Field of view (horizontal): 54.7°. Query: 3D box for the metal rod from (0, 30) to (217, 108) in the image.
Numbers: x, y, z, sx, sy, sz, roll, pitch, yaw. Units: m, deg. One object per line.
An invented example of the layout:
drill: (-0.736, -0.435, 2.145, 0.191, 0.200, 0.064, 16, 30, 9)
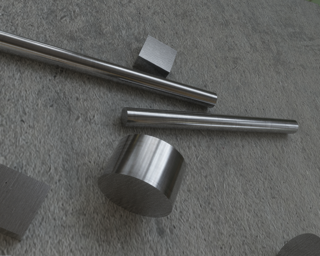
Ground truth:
metal rod: (-0.057, -0.073, 0.417, 0.302, 0.025, 0.025, 13, 57, -21)

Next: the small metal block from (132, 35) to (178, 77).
small metal block: (-0.007, -0.104, 0.463, 0.050, 0.025, 0.050, 27, 52, -12)

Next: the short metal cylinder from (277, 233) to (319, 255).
short metal cylinder: (0.177, 0.172, 0.359, 0.050, 0.080, 0.080, 39, 51, -2)

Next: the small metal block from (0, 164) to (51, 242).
small metal block: (-0.138, 0.069, 0.287, 0.050, 0.025, 0.050, 28, 52, -11)

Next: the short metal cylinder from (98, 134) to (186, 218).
short metal cylinder: (-0.018, 0.052, 0.327, 0.080, 0.080, 0.050, 31, 52, -9)

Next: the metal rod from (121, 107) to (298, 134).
metal rod: (0.090, -0.008, 0.456, 0.303, 0.025, 0.025, 2, 61, -27)
